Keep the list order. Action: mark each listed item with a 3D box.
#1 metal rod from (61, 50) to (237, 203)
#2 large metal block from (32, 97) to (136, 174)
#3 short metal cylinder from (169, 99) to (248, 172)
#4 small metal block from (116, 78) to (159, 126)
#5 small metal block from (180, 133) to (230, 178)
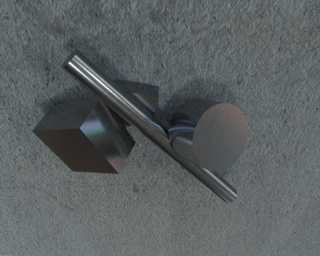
[{"bbox_3d":[0.006,0.015,0.389,0.025,0.025,0.300,-34,123,25],"label":"metal rod"},{"bbox_3d":[-0.090,0.011,0.379,0.080,0.050,0.080,-3,136,33],"label":"large metal block"},{"bbox_3d":[0.058,0.007,0.373,0.081,0.050,0.079,-6,103,-29],"label":"short metal cylinder"},{"bbox_3d":[-0.031,-0.029,0.384,0.050,0.025,0.050,9,130,-9],"label":"small metal block"},{"bbox_3d":[0.063,0.040,0.445,0.050,0.025,0.050,19,128,-16],"label":"small metal block"}]
